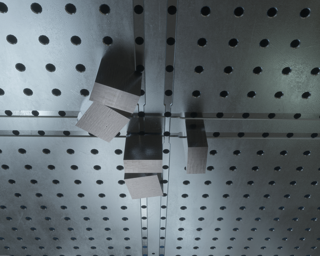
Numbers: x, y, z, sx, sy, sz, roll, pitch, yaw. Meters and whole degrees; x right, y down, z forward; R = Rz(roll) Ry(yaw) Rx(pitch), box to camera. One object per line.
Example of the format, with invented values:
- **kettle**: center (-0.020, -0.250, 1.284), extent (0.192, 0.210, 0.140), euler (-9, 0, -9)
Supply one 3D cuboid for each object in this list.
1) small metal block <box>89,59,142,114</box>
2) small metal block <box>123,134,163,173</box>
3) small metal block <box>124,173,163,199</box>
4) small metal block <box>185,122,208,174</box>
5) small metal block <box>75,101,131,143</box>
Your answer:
- **small metal block**: center (-0.049, -0.048, 0.354), extent (0.050, 0.050, 0.025), euler (17, 128, -14)
- **small metal block**: center (-0.022, 0.034, 0.424), extent (0.050, 0.050, 0.025), euler (0, 130, -1)
- **small metal block**: center (-0.024, 0.083, 0.482), extent (0.050, 0.025, 0.050), euler (-9, 130, 7)
- **small metal block**: center (0.048, 0.026, 0.419), extent (0.025, 0.050, 0.050), euler (-1, 130, 0)
- **small metal block**: center (-0.072, -0.015, 0.398), extent (0.050, 0.025, 0.050), euler (30, 124, -24)
